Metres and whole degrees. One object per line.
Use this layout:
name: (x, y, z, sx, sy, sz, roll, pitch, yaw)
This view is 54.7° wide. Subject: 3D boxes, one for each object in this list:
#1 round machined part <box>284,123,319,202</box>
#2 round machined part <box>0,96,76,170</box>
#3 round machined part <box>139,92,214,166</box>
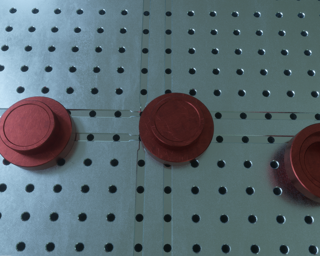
round machined part: (0.205, 0.046, 0.389, 0.099, 0.042, 0.098, 0, 70, -1)
round machined part: (-0.164, 0.002, 0.400, 0.099, 0.042, 0.098, 0, 70, 0)
round machined part: (0.021, -0.003, 0.404, 0.099, 0.042, 0.098, 0, 70, -1)
